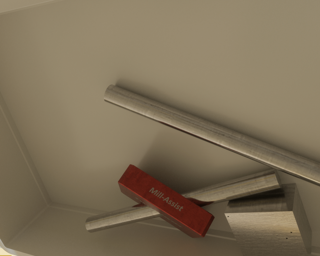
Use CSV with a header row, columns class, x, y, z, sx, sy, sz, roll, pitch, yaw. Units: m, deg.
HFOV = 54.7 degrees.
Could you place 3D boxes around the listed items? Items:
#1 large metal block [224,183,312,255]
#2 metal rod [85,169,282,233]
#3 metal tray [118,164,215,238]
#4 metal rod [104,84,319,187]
class,x,y,z,sx,sy,sz,roll,pitch,yaw
large metal block,0.139,0.121,0.393,0.080,0.050,0.080,-13,112,33
metal rod,0.015,0.108,0.436,0.300,0.025,0.025,-21,108,25
metal tray,0.005,0.107,0.439,0.130,0.030,0.090,31,161,7
metal rod,0.068,0.008,0.376,0.301,0.025,0.025,22,127,14
